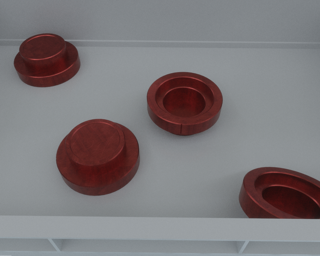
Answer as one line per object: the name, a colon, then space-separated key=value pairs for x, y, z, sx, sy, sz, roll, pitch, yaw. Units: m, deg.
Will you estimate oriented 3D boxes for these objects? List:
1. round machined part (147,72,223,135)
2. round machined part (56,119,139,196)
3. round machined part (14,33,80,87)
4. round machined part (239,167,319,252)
round machined part: x=0.032 y=-0.028 z=0.418 sx=0.099 sy=0.042 sz=0.098 roll=0 pitch=50 yaw=0
round machined part: x=-0.074 y=0.027 z=0.370 sx=0.099 sy=0.042 sz=0.098 roll=0 pitch=50 yaw=0
round machined part: x=-0.179 y=-0.112 z=0.487 sx=0.099 sy=0.042 sz=0.098 roll=0 pitch=50 yaw=0
round machined part: x=0.128 y=0.082 z=0.309 sx=0.099 sy=0.042 sz=0.098 roll=7 pitch=24 yaw=-3
